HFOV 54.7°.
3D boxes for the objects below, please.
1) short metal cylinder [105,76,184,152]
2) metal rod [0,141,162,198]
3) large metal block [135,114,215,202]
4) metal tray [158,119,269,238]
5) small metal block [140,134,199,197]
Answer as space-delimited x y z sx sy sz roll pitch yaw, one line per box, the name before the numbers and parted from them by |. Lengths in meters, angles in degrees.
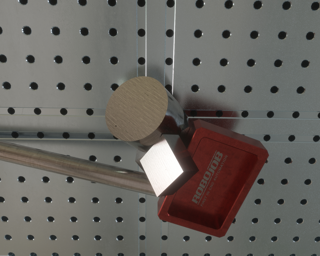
short metal cylinder | -0.018 -0.015 0.372 0.080 0.080 0.050 -33 150 11
metal rod | -0.142 0.043 0.396 0.302 0.025 0.025 12 110 7
large metal block | 0.025 0.042 0.414 0.080 0.050 0.080 -34 107 11
metal tray | 0.061 0.064 0.379 0.091 0.030 0.129 19 109 -7
small metal block | 0.009 0.042 0.352 0.025 0.050 0.050 4 137 -43
